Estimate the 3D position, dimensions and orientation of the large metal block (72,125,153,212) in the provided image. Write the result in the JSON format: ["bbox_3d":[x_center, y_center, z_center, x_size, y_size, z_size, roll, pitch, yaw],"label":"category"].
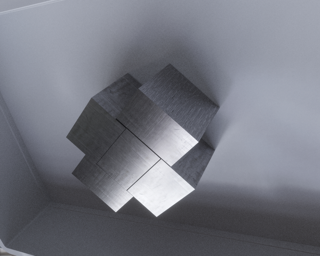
[{"bbox_3d":[-0.060,0.055,0.436,0.080,0.080,0.050,42,129,-1],"label":"large metal block"}]

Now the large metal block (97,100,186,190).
[{"bbox_3d":[-0.023,0.020,0.395,0.050,0.080,0.080,42,129,-1],"label":"large metal block"}]

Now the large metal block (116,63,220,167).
[{"bbox_3d":[0.012,-0.017,0.354,0.080,0.080,0.050,42,129,-1],"label":"large metal block"}]

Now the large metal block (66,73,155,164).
[{"bbox_3d":[-0.061,-0.013,0.394,0.050,0.080,0.080,42,129,-1],"label":"large metal block"}]

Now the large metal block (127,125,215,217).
[{"bbox_3d":[0.015,0.054,0.397,0.050,0.080,0.080,42,129,-1],"label":"large metal block"}]
